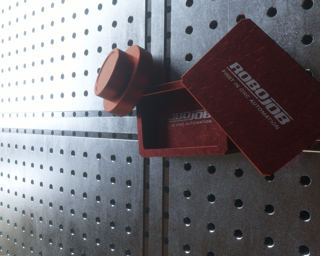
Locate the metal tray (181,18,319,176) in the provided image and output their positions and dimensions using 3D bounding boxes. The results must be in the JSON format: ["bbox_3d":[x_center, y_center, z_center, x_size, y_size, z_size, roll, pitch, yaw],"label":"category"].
[{"bbox_3d":[0.095,-0.030,0.302,0.090,0.030,0.130,-43,71,14],"label":"metal tray"}]

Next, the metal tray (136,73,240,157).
[{"bbox_3d":[0.029,-0.011,0.380,0.130,0.030,0.089,-6,86,39],"label":"metal tray"}]

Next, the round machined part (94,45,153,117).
[{"bbox_3d":[-0.054,-0.067,0.414,0.098,0.042,0.098,-40,38,42],"label":"round machined part"}]
